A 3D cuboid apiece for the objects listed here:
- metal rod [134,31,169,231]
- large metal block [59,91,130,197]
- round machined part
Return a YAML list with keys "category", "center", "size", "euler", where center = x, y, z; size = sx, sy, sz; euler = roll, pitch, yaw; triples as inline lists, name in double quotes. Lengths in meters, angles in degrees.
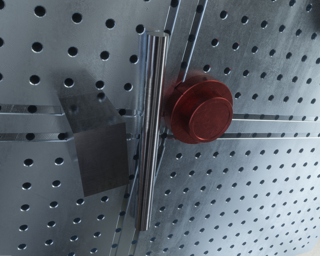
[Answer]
- category: "metal rod"
  center: [-0.015, 0.024, 0.417]
  size: [0.025, 0.025, 0.298]
  euler: [-9, 122, -24]
- category: "large metal block"
  center: [-0.073, 0.014, 0.344]
  size: [0.050, 0.080, 0.079]
  euler: [-14, 124, -21]
- category: "round machined part"
  center: [0.059, -0.019, 0.421]
  size: [0.099, 0.042, 0.097]
  euler: [-14, 124, -21]
